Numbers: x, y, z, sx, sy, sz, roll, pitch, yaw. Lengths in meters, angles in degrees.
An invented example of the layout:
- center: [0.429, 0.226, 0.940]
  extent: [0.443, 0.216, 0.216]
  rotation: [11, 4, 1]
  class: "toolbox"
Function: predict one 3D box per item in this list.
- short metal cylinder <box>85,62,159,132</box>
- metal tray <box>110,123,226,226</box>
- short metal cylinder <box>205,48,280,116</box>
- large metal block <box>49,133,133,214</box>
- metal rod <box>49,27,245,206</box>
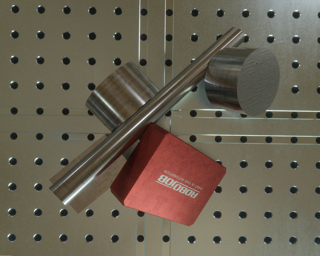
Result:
- center: [-0.045, -0.036, 0.385]
  extent: [0.080, 0.080, 0.050]
  rotation: [-43, 91, 0]
  class: "short metal cylinder"
- center: [0.016, 0.061, 0.371]
  extent: [0.130, 0.030, 0.090]
  rotation: [32, 90, -42]
  class: "metal tray"
- center: [0.102, -0.058, 0.382]
  extent: [0.081, 0.050, 0.079]
  rotation: [-11, 109, -35]
  class: "short metal cylinder"
- center: [-0.076, 0.051, 0.384]
  extent: [0.080, 0.080, 0.050]
  rotation: [-39, 90, 0]
  class: "large metal block"
- center: [0.001, -0.028, 0.360]
  extent: [0.025, 0.025, 0.301]
  rotation: [47, 68, 0]
  class: "metal rod"
